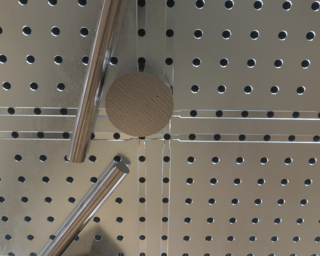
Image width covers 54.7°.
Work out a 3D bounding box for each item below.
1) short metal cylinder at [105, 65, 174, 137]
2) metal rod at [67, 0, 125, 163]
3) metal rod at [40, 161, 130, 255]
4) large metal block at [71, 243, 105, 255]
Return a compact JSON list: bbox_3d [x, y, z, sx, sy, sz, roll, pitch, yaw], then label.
[{"bbox_3d":[-0.024,-0.035,0.387,0.081,0.050,0.079,0,110,0],"label":"short metal cylinder"},{"bbox_3d":[-0.072,-0.092,0.378,0.025,0.025,0.298,16,109,-6],"label":"metal rod"},{"bbox_3d":[-0.144,0.166,0.472,0.025,0.025,0.299,36,106,-13],"label":"metal rod"},{"bbox_3d":[-0.118,0.243,0.488,0.080,0.050,0.080,-33,107,11],"label":"large metal block"}]
